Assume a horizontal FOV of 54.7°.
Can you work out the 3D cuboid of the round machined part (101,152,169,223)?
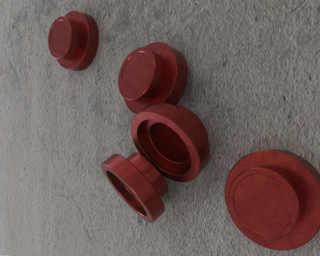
[{"bbox_3d":[-0.028,0.070,0.395,0.098,0.042,0.098,40,156,23],"label":"round machined part"}]

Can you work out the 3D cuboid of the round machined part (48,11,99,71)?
[{"bbox_3d":[-0.150,-0.147,0.518,0.098,0.042,0.097,0,90,40],"label":"round machined part"}]

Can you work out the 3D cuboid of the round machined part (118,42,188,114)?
[{"bbox_3d":[-0.016,-0.064,0.396,0.098,0.042,0.098,-13,70,41],"label":"round machined part"}]

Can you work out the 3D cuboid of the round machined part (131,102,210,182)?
[{"bbox_3d":[0.016,0.012,0.362,0.098,0.042,0.097,27,139,27],"label":"round machined part"}]

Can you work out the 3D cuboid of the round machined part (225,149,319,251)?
[{"bbox_3d":[0.108,0.071,0.305,0.098,0.042,0.097,0,90,40],"label":"round machined part"}]
